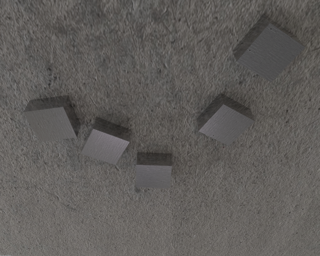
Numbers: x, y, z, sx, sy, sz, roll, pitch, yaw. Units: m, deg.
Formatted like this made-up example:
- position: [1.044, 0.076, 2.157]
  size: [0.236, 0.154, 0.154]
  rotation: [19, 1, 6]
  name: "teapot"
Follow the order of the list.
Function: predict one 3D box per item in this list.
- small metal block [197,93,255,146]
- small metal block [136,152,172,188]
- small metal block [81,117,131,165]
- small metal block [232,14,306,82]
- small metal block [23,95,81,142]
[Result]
- position: [0.084, -0.010, 0.399]
  size: [0.050, 0.025, 0.050]
  rotation: [25, 126, -20]
  name: "small metal block"
- position: [-0.009, 0.063, 0.461]
  size: [0.050, 0.025, 0.050]
  rotation: [2, 130, -2]
  name: "small metal block"
- position: [-0.074, 0.018, 0.422]
  size: [0.050, 0.025, 0.050]
  rotation: [21, 127, -18]
  name: "small metal block"
- position: [0.116, -0.085, 0.336]
  size: [0.050, 0.025, 0.050]
  rotation: [25, 126, -20]
  name: "small metal block"
- position: [-0.136, -0.011, 0.396]
  size: [0.050, 0.025, 0.050]
  rotation: [-7, 130, 5]
  name: "small metal block"
